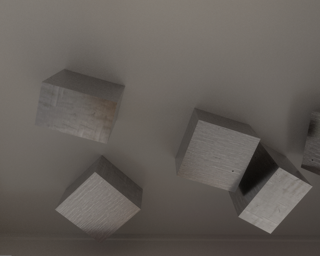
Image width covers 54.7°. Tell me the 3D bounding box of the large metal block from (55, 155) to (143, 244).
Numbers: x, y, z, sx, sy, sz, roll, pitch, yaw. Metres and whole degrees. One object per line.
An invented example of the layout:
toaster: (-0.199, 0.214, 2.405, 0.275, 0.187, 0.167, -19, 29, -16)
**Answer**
large metal block: (-0.082, 0.099, 0.434, 0.080, 0.050, 0.080, -43, 105, 14)

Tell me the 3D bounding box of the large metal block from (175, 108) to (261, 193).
large metal block: (0.072, 0.028, 0.409, 0.080, 0.050, 0.079, 17, 109, -6)

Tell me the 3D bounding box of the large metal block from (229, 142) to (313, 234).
large metal block: (0.138, 0.075, 0.411, 0.050, 0.080, 0.080, 30, 107, -10)

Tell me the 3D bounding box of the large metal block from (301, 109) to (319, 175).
large metal block: (0.233, 0.023, 0.385, 0.050, 0.080, 0.079, -13, 114, -33)

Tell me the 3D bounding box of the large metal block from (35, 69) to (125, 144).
large metal block: (-0.091, -0.029, 0.370, 0.080, 0.080, 0.050, 15, 109, -6)
